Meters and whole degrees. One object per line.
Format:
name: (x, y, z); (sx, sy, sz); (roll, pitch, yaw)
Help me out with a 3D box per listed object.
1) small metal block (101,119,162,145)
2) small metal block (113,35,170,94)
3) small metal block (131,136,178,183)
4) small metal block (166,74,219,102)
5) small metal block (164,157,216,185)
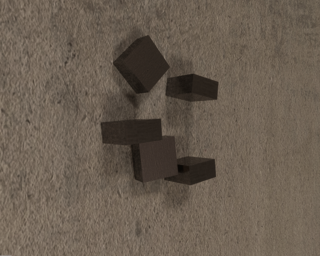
small metal block: (-0.033, 0.004, 0.362); (0.050, 0.050, 0.025); (-7, 95, -40)
small metal block: (-0.022, -0.079, 0.388); (0.050, 0.025, 0.050); (52, 59, -28)
small metal block: (-0.007, 0.038, 0.395); (0.050, 0.025, 0.050); (-8, 96, -28)
small metal block: (0.044, -0.054, 0.428); (0.050, 0.050, 0.025); (9, 85, -40)
small metal block: (0.040, 0.057, 0.425); (0.050, 0.050, 0.025); (-8, 96, -40)
